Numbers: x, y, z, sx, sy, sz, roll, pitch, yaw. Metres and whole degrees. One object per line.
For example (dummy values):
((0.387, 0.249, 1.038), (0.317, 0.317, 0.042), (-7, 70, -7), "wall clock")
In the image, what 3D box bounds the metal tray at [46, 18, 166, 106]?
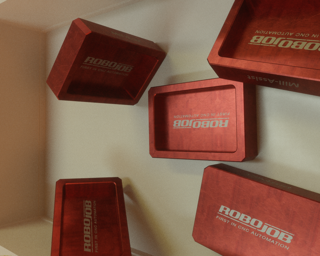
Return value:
((-0.063, -0.075, 0.388), (0.030, 0.131, 0.089), (48, 119, 29), "metal tray")

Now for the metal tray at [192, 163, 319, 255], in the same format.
((0.101, 0.097, 0.319), (0.130, 0.030, 0.089), (15, 99, 38), "metal tray")

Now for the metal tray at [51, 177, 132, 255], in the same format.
((-0.090, 0.124, 0.402), (0.130, 0.091, 0.030), (-107, 23, -47), "metal tray")

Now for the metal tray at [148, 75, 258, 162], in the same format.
((0.045, -0.009, 0.364), (0.130, 0.030, 0.089), (-2, 89, 39), "metal tray")

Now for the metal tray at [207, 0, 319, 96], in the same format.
((0.119, -0.082, 0.283), (0.130, 0.030, 0.090), (19, 79, 38), "metal tray")
